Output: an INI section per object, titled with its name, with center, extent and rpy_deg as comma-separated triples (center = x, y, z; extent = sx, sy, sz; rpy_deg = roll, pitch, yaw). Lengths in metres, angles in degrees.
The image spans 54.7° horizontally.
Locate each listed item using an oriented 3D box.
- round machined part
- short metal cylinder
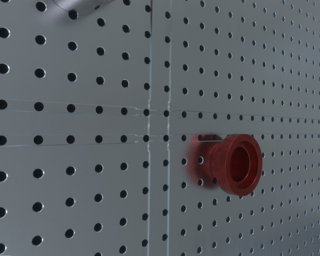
[round machined part]
center = 0.119, 0.058, 0.499
extent = 0.099, 0.042, 0.097
rpy_deg = 0, 90, -40
[short metal cylinder]
center = -0.078, -0.167, 0.327
extent = 0.081, 0.050, 0.079
rpy_deg = 0, 90, -40
